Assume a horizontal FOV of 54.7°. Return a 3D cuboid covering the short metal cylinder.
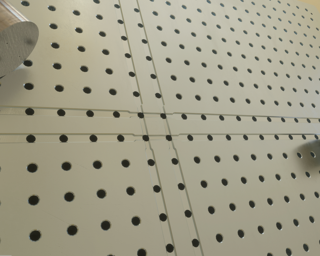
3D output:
[{"bbox_3d":[-0.181,-0.100,0.336,0.050,0.080,0.080,41,51,-1],"label":"short metal cylinder"}]
